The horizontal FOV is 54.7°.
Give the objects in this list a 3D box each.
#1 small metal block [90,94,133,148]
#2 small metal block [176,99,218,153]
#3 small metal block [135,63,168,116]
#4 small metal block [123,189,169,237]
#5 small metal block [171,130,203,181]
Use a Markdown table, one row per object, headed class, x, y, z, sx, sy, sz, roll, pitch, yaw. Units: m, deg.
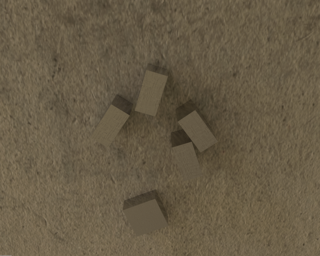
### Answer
| class | x | y | z | sx | sy | sz | roll | pitch | yaw |
| --- | --- | --- | --- | --- | --- | --- | --- | --- | --- |
| small metal block | -0.060 | -0.010 | 0.392 | 0.025 | 0.050 | 0.050 | 32 | 107 | -11 |
| small metal block | 0.046 | -0.004 | 0.396 | 0.025 | 0.050 | 0.050 | -34 | 107 | 11 |
| small metal block | -0.010 | -0.048 | 0.379 | 0.025 | 0.050 | 0.050 | 16 | 109 | -6 |
| small metal block | -0.020 | 0.125 | 0.456 | 0.050 | 0.025 | 0.050 | -21 | 109 | 7 |
| small metal block | 0.035 | 0.034 | 0.409 | 0.025 | 0.050 | 0.050 | -17 | 109 | 6 |
